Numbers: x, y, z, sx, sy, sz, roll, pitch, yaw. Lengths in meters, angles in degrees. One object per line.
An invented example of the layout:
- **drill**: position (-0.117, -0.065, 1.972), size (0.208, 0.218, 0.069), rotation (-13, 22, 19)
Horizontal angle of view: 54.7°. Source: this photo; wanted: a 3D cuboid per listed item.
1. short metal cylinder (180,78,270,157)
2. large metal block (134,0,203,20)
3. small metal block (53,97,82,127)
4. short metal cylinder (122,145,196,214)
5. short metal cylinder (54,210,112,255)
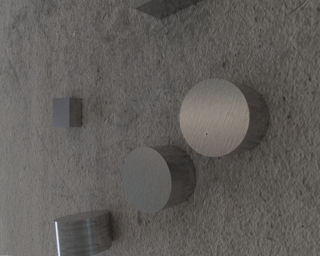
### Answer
- **short metal cylinder**: position (0.068, -0.011, 0.332), size (0.080, 0.050, 0.080), rotation (0, 90, 40)
- **large metal block**: position (0.012, -0.192, 0.379), size (0.080, 0.050, 0.080), rotation (-10, 84, 39)
- **small metal block**: position (-0.161, -0.027, 0.538), size (0.050, 0.025, 0.050), rotation (2, 91, 40)
- **short metal cylinder**: position (-0.002, 0.062, 0.390), size (0.080, 0.050, 0.080), rotation (0, 90, 40)
- **short metal cylinder**: position (-0.115, 0.157, 0.464), size (0.080, 0.081, 0.050), rotation (-13, 82, 39)
